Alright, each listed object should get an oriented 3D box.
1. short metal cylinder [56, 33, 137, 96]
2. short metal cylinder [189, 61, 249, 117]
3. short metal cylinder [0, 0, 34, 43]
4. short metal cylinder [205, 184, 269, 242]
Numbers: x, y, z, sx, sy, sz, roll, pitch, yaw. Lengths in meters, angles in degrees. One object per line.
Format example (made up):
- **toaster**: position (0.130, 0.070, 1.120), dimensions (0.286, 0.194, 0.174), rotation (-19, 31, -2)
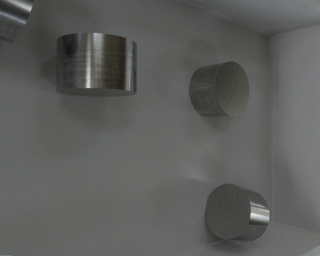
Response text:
- **short metal cylinder**: position (-0.064, -0.061, 0.318), dimensions (0.081, 0.080, 0.050), rotation (0, 90, -40)
- **short metal cylinder**: position (0.091, -0.057, 0.469), dimensions (0.081, 0.050, 0.079), rotation (0, 90, -40)
- **short metal cylinder**: position (-0.139, -0.118, 0.255), dimensions (0.050, 0.080, 0.080), rotation (14, 81, -40)
- **short metal cylinder**: position (0.117, 0.129, 0.472), dimensions (0.050, 0.080, 0.080), rotation (23, 76, -38)
